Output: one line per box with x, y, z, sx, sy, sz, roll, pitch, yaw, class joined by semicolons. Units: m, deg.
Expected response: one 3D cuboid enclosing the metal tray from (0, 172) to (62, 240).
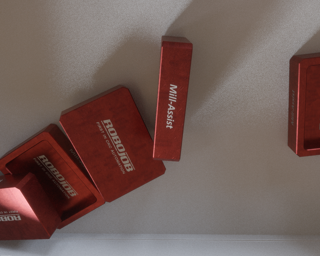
-0.212;0.111;0.424;0.130;0.030;0.090;-9;116;21;metal tray

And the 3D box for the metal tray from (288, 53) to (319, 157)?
0.217;-0.031;0.398;0.091;0.030;0.129;-7;110;2;metal tray

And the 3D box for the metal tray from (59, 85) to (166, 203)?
-0.059;0.020;0.402;0.090;0.030;0.129;-27;109;-9;metal tray

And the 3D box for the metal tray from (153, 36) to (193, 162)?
0.012;-0.037;0.362;0.030;0.090;0.129;4;110;-2;metal tray

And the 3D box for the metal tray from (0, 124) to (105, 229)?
-0.146;0.070;0.432;0.090;0.030;0.130;-32;107;11;metal tray
